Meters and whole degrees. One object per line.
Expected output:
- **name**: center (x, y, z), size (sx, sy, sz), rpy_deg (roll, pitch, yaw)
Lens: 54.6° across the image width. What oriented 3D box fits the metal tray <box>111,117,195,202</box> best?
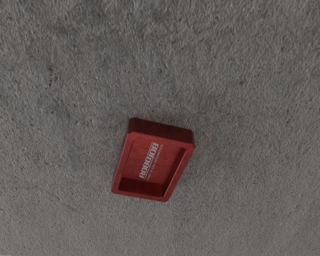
- **metal tray**: center (-0.014, 0.051, 0.446), size (0.091, 0.030, 0.129), rpy_deg (12, 129, -11)
